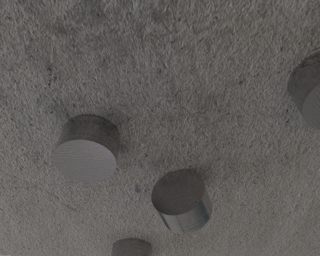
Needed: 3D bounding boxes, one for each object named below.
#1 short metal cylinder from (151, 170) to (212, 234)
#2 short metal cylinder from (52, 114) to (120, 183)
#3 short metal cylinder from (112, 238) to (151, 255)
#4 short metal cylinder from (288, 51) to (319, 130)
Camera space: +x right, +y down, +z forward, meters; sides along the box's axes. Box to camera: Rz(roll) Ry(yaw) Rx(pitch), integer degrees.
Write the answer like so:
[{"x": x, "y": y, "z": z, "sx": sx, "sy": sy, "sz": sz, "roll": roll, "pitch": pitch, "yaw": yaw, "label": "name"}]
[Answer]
[{"x": 0.033, "y": 0.110, "z": 0.465, "sx": 0.080, "sy": 0.080, "sz": 0.050, "roll": -14, "pitch": 129, "yaw": 11, "label": "short metal cylinder"}, {"x": -0.096, "y": 0.028, "z": 0.414, "sx": 0.081, "sy": 0.050, "sz": 0.079, "roll": 0, "pitch": 130, "yaw": 0, "label": "short metal cylinder"}, {"x": -0.057, "y": 0.262, "z": 0.613, "sx": 0.081, "sy": 0.050, "sz": 0.079, "roll": 0, "pitch": 130, "yaw": 0, "label": "short metal cylinder"}, {"x": 0.197, "y": -0.043, "z": 0.356, "sx": 0.081, "sy": 0.050, "sz": 0.079, "roll": 0, "pitch": 130, "yaw": 0, "label": "short metal cylinder"}]
